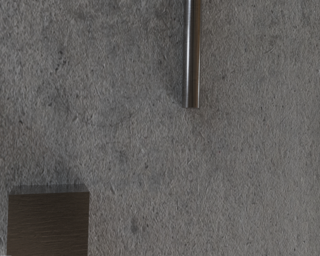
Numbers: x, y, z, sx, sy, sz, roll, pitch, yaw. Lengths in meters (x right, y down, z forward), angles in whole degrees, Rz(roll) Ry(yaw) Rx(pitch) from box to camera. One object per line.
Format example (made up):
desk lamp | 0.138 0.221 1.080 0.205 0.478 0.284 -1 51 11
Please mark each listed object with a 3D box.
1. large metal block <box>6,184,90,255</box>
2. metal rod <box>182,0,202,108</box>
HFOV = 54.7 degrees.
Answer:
large metal block | -0.125 0.108 0.350 0.081 0.050 0.080 2 90 -20
metal rod | 0.045 -0.176 0.425 0.025 0.025 0.298 1 90 -20
